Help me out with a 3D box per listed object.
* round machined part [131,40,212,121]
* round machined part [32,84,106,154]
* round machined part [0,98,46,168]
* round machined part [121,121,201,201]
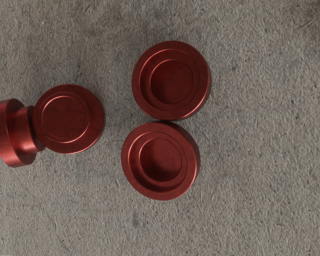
[{"bbox_3d":[0.017,-0.057,0.393,0.098,0.042,0.097,-1,87,19],"label":"round machined part"},{"bbox_3d":[-0.127,-0.013,0.427,0.099,0.042,0.097,0,86,-2],"label":"round machined part"},{"bbox_3d":[-0.196,0.005,0.444,0.042,0.098,0.097,-13,86,-2],"label":"round machined part"},{"bbox_3d":[0.004,0.038,0.393,0.098,0.042,0.097,4,101,21],"label":"round machined part"}]
